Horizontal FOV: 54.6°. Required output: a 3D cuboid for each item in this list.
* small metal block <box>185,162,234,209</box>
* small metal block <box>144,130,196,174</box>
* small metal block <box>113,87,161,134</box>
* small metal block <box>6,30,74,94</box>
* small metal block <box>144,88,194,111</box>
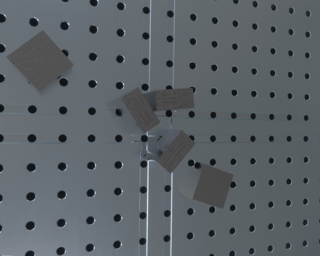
[{"bbox_3d":[0.070,0.081,0.438,0.050,0.025,0.050,22,83,-19],"label":"small metal block"},{"bbox_3d":[0.012,0.029,0.403,0.025,0.050,0.050,44,76,-15],"label":"small metal block"},{"bbox_3d":[-0.031,-0.021,0.388,0.025,0.050,0.050,-35,102,-16],"label":"small metal block"},{"bbox_3d":[-0.138,-0.076,0.361,0.050,0.025,0.050,-44,104,-15],"label":"small metal block"},{"bbox_3d":[0.010,-0.036,0.403,0.050,0.050,0.025,-6,92,-20],"label":"small metal block"}]
